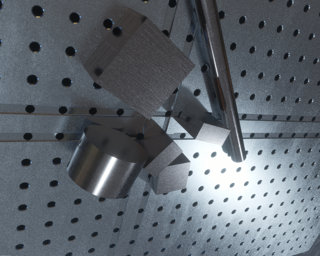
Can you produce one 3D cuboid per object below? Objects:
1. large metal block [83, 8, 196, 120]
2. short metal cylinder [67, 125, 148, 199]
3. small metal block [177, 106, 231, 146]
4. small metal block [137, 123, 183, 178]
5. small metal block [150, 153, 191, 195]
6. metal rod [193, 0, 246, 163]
[{"bbox_3d":[-0.022,-0.069,0.341,0.080,0.050,0.080,-50,129,6],"label":"large metal block"},{"bbox_3d":[-0.062,0.038,0.367,0.081,0.080,0.050,17,109,-35],"label":"short metal cylinder"},{"bbox_3d":[0.060,-0.003,0.428,0.050,0.050,0.025,13,111,-34],"label":"small metal block"},{"bbox_3d":[-0.006,0.029,0.411,0.050,0.050,0.025,-43,130,1],"label":"small metal block"},{"bbox_3d":[0.015,0.068,0.463,0.050,0.025,0.050,-7,122,-25],"label":"small metal block"},{"bbox_3d":[0.086,-0.060,0.422,0.025,0.025,0.299,-30,129,-9],"label":"metal rod"}]
